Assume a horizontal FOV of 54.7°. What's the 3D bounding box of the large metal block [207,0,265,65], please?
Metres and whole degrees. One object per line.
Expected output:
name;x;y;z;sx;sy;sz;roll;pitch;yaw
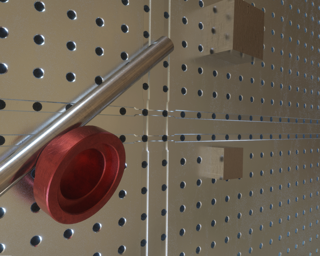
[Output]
large metal block;0.122;-0.153;0.498;0.081;0.050;0.080;4;87;-40

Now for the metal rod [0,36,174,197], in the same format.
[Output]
metal rod;-0.082;-0.020;0.341;0.301;0.025;0.025;-46;118;-30

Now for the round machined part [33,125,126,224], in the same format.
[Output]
round machined part;-0.084;0.043;0.314;0.099;0.042;0.097;-35;137;-41

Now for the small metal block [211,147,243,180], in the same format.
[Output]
small metal block;0.110;0.057;0.504;0.050;0.025;0.050;3;89;-40
